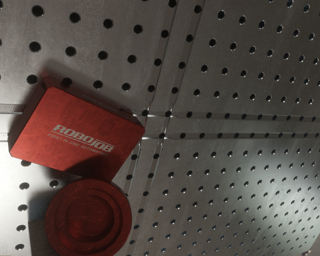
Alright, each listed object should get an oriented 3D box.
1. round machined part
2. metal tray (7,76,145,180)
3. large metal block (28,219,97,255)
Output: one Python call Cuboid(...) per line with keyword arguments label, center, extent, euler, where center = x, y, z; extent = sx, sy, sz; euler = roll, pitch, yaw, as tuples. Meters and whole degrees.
Cuboid(label="round machined part", center=(-0.083, 0.107, 0.374), extent=(0.099, 0.042, 0.097), euler=(0, 89, -7))
Cuboid(label="metal tray", center=(-0.093, 0.008, 0.363), extent=(0.131, 0.030, 0.090), euler=(26, 104, -38))
Cuboid(label="large metal block", center=(-0.122, 0.159, 0.400), extent=(0.081, 0.080, 0.050), euler=(-6, 146, -26))
